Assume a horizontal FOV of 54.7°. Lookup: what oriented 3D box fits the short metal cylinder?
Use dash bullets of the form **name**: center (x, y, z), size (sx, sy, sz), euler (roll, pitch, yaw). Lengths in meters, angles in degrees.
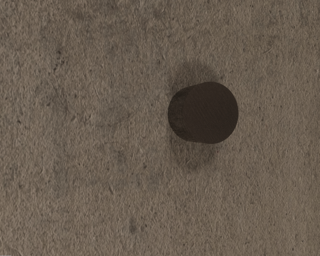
- **short metal cylinder**: center (0.057, -0.020, 0.418), size (0.081, 0.050, 0.079), euler (0, 90, -21)
